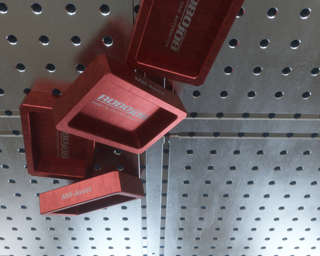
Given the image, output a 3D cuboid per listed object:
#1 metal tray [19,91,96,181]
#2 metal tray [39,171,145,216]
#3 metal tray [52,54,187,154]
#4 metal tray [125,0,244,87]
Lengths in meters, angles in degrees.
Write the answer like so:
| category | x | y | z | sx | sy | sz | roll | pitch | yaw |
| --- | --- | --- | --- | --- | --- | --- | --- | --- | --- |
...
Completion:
| category | x | y | z | sx | sy | sz | roll | pitch | yaw |
| --- | --- | --- | --- | --- | --- | --- | --- | --- | --- |
| metal tray | -0.133 | 0.016 | 0.420 | 0.091 | 0.030 | 0.129 | 8 | 130 | -7 |
| metal tray | -0.100 | 0.102 | 0.467 | 0.130 | 0.030 | 0.090 | -18 | 158 | 14 |
| metal tray | -0.042 | -0.019 | 0.357 | 0.090 | 0.030 | 0.131 | -41 | 141 | 24 |
| metal tray | 0.024 | -0.112 | 0.313 | 0.091 | 0.030 | 0.129 | 14 | 129 | -12 |
